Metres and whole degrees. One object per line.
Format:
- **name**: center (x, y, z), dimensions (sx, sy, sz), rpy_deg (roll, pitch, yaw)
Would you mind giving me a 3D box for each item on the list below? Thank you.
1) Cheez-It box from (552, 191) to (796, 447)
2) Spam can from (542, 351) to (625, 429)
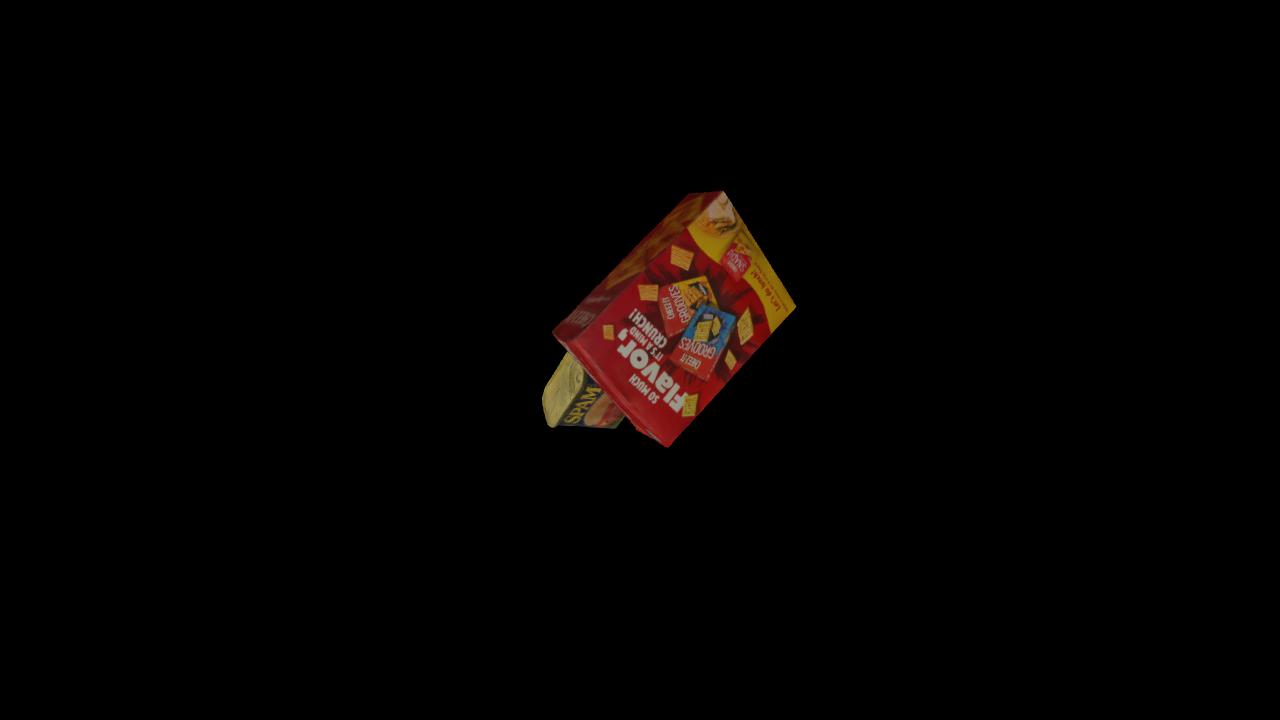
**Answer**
- **Cheez-It box**: center (0.043, -0.044, 0.653), dimensions (0.166, 0.223, 0.071), rpy_deg (50, -15, -27)
- **Spam can**: center (-0.053, 0.036, 0.714), dimensions (0.085, 0.058, 0.101), rpy_deg (8, -44, -33)
